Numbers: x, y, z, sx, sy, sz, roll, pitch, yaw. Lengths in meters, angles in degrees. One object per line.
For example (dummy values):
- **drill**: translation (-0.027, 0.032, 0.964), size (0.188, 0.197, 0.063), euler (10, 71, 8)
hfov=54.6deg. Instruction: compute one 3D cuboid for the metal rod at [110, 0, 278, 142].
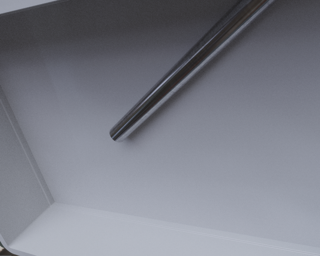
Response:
- **metal rod**: translation (0.027, -0.065, 0.354), size (0.025, 0.025, 0.299), euler (46, 129, -4)
